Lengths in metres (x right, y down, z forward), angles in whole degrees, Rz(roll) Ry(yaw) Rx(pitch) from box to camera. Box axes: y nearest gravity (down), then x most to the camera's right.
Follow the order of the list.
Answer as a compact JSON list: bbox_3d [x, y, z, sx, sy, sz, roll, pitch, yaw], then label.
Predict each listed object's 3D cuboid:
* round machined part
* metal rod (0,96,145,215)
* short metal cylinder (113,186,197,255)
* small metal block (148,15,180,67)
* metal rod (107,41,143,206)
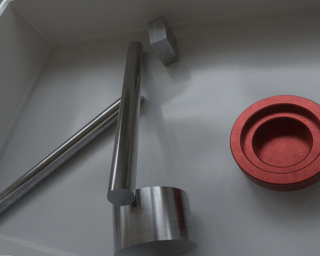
[{"bbox_3d":[0.126,0.018,0.317,0.098,0.042,0.098,-13,56,20],"label":"round machined part"},{"bbox_3d":[-0.148,0.043,0.454,0.300,0.025,0.025,-38,51,1],"label":"metal rod"},{"bbox_3d":[-0.007,0.099,0.313,0.080,0.080,0.050,-20,55,16],"label":"short metal cylinder"},{"bbox_3d":[0.006,-0.130,0.465,0.025,0.050,0.050,-18,55,18],"label":"small metal block"},{"bbox_3d":[-0.037,-0.034,0.391,0.025,0.025,0.300,-21,37,15],"label":"metal rod"}]
